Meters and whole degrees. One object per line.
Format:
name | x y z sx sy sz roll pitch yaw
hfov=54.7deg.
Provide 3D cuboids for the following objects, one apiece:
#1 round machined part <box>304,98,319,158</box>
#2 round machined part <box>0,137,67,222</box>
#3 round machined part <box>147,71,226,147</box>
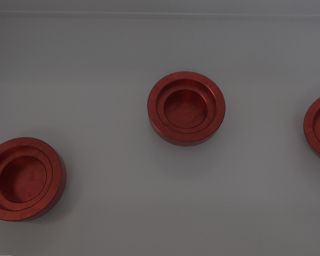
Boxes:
round machined part | 0.235 0.003 0.387 0.098 0.042 0.098 -13 62 26
round machined part | -0.163 0.064 0.376 0.099 0.042 0.098 0 70 0
round machined part | 0.033 -0.022 0.409 0.099 0.042 0.098 0 70 0
